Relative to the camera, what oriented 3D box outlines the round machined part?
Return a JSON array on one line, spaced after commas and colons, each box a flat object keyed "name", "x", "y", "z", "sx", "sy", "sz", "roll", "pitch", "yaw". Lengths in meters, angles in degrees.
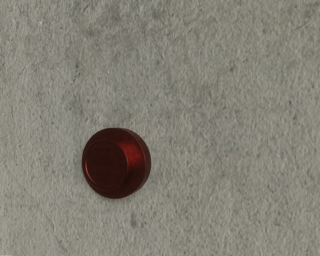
[{"name": "round machined part", "x": -0.065, "y": 0.048, "z": 0.422, "sx": 0.098, "sy": 0.042, "sz": 0.097, "roll": 0, "pitch": 90, "yaw": 19}]
